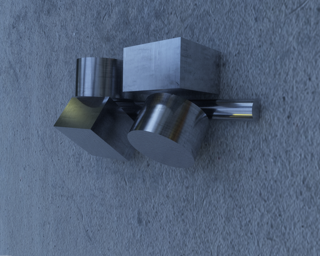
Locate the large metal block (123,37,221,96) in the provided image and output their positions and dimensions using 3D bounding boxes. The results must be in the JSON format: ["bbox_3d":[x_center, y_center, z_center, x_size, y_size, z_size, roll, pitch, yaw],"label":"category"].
[{"bbox_3d":[0.015,-0.065,0.358,0.080,0.081,0.050,2,92,40],"label":"large metal block"}]

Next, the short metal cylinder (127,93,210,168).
[{"bbox_3d":[0.010,0.004,0.354,0.080,0.080,0.050,2,57,40],"label":"short metal cylinder"}]

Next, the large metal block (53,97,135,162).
[{"bbox_3d":[-0.084,0.001,0.432,0.080,0.080,0.050,4,58,39],"label":"large metal block"}]

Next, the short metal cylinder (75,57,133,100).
[{"bbox_3d":[-0.077,-0.067,0.434,0.080,0.081,0.050,5,93,40],"label":"short metal cylinder"}]

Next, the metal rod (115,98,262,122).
[{"bbox_3d":[-0.014,-0.025,0.420,0.300,0.025,0.025,3,92,39],"label":"metal rod"}]
